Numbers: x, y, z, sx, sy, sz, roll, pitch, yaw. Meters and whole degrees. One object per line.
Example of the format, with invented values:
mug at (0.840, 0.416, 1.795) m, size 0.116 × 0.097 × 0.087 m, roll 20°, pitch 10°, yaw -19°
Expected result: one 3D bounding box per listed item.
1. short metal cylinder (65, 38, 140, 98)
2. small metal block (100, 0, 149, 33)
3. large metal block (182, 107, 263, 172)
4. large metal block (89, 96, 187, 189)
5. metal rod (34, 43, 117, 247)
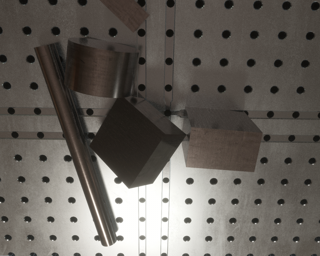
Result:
short metal cylinder at (-0.066, -0.071, 0.357) m, size 0.081 × 0.080 × 0.050 m, roll 10°, pitch 110°, yaw -4°
small metal block at (-0.038, -0.136, 0.349) m, size 0.050 × 0.050 × 0.025 m, roll 42°, pitch 105°, yaw -14°
large metal block at (0.072, 0.012, 0.389) m, size 0.081 × 0.080 × 0.050 m, roll 5°, pitch 110°, yaw -2°
large metal block at (-0.029, 0.016, 0.385) m, size 0.080 × 0.050 × 0.080 m, roll 42°, pitch 109°, yaw 26°
metal rod at (-0.109, 0.037, 0.425) m, size 0.025 × 0.025 × 0.298 m, roll -11°, pitch 110°, yaw 4°
